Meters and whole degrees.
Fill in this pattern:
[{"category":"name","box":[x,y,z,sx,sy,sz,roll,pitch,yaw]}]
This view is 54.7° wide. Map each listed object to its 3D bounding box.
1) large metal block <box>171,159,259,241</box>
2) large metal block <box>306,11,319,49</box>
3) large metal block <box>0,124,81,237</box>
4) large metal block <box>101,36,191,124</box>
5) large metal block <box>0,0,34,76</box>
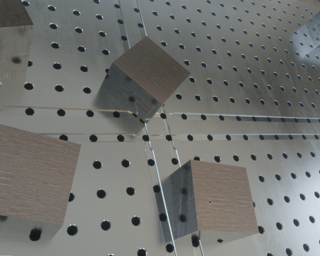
[{"category":"large metal block","box":[0.063,0.089,0.374,0.081,0.050,0.080,11,57,-23]},{"category":"large metal block","box":[0.423,-0.238,0.770,0.081,0.050,0.080,8,58,-25]},{"category":"large metal block","box":[-0.128,0.051,0.293,0.081,0.050,0.080,17,55,-19]},{"category":"large metal block","box":[-0.018,-0.067,0.424,0.080,0.050,0.080,40,51,-1]},{"category":"large metal block","box":[-0.185,-0.114,0.343,0.050,0.080,0.080,-20,73,-36]}]
